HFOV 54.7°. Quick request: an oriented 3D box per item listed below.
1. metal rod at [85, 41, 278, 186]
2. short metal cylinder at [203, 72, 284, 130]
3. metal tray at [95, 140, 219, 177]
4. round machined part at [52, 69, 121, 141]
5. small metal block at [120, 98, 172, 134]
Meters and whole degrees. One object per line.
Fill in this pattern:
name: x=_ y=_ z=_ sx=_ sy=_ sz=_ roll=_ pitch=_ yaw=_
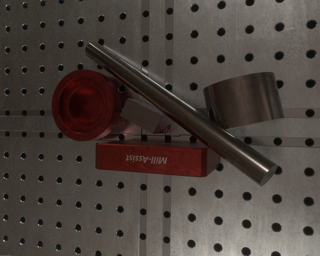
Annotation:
metal rod: x=0.001 y=-0.035 z=0.365 sx=0.300 sy=0.025 sz=0.025 roll=39 pitch=103 yaw=33
short metal cylinder: x=0.093 y=-0.027 z=0.350 sx=0.080 sy=0.080 sz=0.050 roll=-13 pitch=86 yaw=19
metal tray: x=0.000 y=0.033 z=0.377 sx=0.130 sy=0.090 sz=0.030 roll=2 pitch=91 yaw=19
round machined part: x=-0.099 y=-0.031 z=0.437 sx=0.098 sy=0.042 sz=0.097 roll=0 pitch=90 yaw=19
small metal block: x=-0.016 y=-0.015 z=0.404 sx=0.050 sy=0.050 sz=0.025 roll=28 pitch=99 yaw=17
